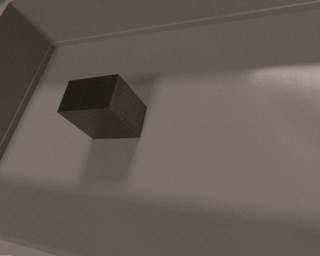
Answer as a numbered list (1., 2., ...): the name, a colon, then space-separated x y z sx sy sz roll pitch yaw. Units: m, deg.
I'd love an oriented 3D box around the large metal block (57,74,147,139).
1. large metal block: -0.076 -0.025 0.424 0.080 0.080 0.050 -3 61 26
